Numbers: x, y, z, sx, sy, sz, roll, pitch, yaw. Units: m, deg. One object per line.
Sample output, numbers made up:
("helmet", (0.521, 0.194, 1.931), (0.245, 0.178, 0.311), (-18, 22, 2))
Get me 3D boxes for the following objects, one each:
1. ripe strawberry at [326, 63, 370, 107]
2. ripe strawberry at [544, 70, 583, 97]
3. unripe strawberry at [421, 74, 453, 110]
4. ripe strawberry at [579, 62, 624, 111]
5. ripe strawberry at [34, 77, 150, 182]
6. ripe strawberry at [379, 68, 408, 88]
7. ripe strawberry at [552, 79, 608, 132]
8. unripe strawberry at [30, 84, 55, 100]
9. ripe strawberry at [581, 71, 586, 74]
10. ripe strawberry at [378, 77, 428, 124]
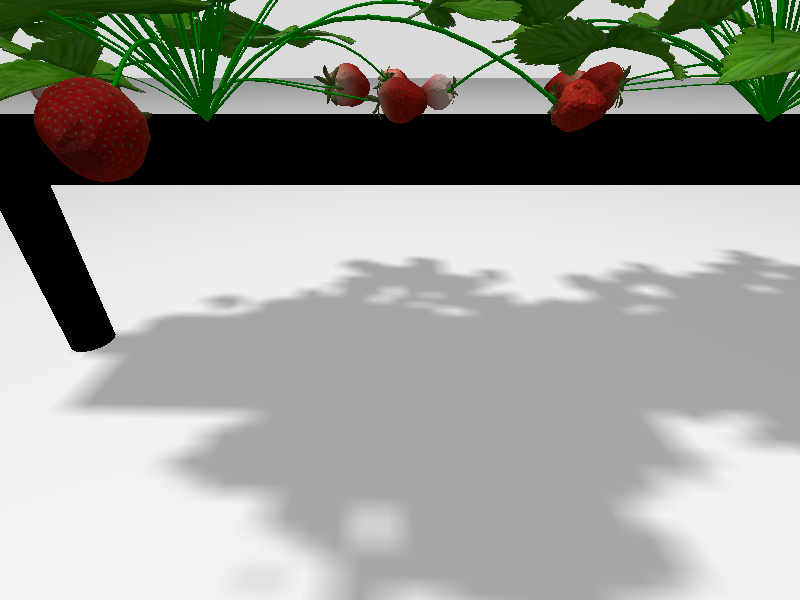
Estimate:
("ripe strawberry", (-0.051, -0.220, 0.411), (0.046, 0.039, 0.046), (24, 38, 35))
("ripe strawberry", (0.170, -0.219, 0.415), (0.040, 0.039, 0.037), (25, 38, 37))
("unripe strawberry", (0.035, -0.207, 0.400), (0.034, 0.033, 0.031), (6, 30, 21))
("ripe strawberry", (0.184, -0.198, 0.372), (0.039, 0.041, 0.036), (17, 34, 28))
("ripe strawberry", (-0.111, -0.059, 0.144), (0.034, 0.036, 0.037), (-6, 40, -11))
("ripe strawberry", (-0.005, -0.254, 0.476), (0.039, 0.035, 0.035), (22, 19, 32))
("ripe strawberry", (0.114, -0.122, 0.253), (0.031, 0.031, 0.034), (11, 32, 11))
("unripe strawberry", (-0.360, -0.217, 0.412), (0.039, 0.038, 0.036), (15, 34, 25))
("ripe strawberry", (0.221, -0.265, 0.498), (0.033, 0.034, 0.036), (-10, 31, -17))
("ripe strawberry", (0.003, -0.145, 0.291), (0.035, 0.030, 0.035), (5, 31, 8))
